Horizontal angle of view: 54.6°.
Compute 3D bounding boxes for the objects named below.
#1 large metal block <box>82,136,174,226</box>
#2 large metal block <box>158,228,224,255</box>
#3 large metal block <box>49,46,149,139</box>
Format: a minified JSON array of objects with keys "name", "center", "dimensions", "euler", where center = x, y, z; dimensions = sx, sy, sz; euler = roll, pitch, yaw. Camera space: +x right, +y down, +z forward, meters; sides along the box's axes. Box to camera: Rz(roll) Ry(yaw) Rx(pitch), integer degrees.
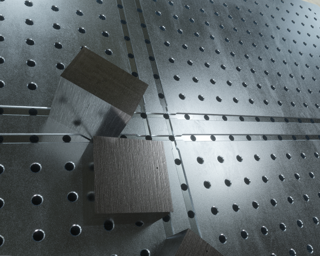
[{"name":"large metal block","center":[-0.038,0.058,0.336],"dimensions":[0.081,0.050,0.080],"euler":[6,59,-25]},{"name":"large metal block","center":[0.031,0.163,0.309],"dimensions":[0.080,0.050,0.080],"euler":[39,51,-2]},{"name":"large metal block","center":[-0.071,-0.031,0.353],"dimensions":[0.080,0.080,0.050],"euler":[30,52,-9]}]
